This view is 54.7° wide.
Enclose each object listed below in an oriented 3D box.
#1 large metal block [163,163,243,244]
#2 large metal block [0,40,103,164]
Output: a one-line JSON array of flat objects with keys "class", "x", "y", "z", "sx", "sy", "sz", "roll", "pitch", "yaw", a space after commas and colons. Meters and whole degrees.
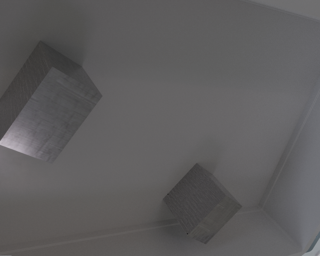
[{"class": "large metal block", "x": 0.064, "y": 0.115, "z": 0.479, "sx": 0.080, "sy": 0.080, "sz": 0.050, "roll": -48, "pitch": 129, "yaw": 5}, {"class": "large metal block", "x": -0.109, "y": -0.027, "z": 0.297, "sx": 0.050, "sy": 0.080, "sz": 0.080, "roll": 31, "pitch": 101, "yaw": -38}]
